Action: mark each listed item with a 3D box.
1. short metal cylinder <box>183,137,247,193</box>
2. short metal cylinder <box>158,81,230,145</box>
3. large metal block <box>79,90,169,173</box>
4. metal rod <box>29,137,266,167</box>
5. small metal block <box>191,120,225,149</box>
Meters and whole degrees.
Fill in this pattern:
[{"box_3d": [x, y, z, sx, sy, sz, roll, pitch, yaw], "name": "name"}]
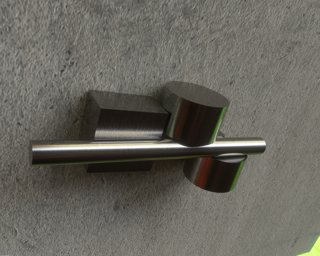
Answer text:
[{"box_3d": [0.078, 0.048, 0.447, 0.081, 0.080, 0.050, 0, 119, -29], "name": "short metal cylinder"}, {"box_3d": [0.039, -0.020, 0.384, 0.081, 0.080, 0.050, 2, 118, -30], "name": "short metal cylinder"}, {"box_3d": [-0.046, 0.005, 0.367, 0.081, 0.050, 0.079, 3, 117, -30], "name": "large metal block"}, {"box_3d": [0.010, 0.024, 0.364, 0.303, 0.025, 0.025, 0, 118, -30], "name": "metal rod"}, {"box_3d": [0.051, 0.008, 0.425, 0.050, 0.050, 0.025, 1, 118, -29], "name": "small metal block"}]
